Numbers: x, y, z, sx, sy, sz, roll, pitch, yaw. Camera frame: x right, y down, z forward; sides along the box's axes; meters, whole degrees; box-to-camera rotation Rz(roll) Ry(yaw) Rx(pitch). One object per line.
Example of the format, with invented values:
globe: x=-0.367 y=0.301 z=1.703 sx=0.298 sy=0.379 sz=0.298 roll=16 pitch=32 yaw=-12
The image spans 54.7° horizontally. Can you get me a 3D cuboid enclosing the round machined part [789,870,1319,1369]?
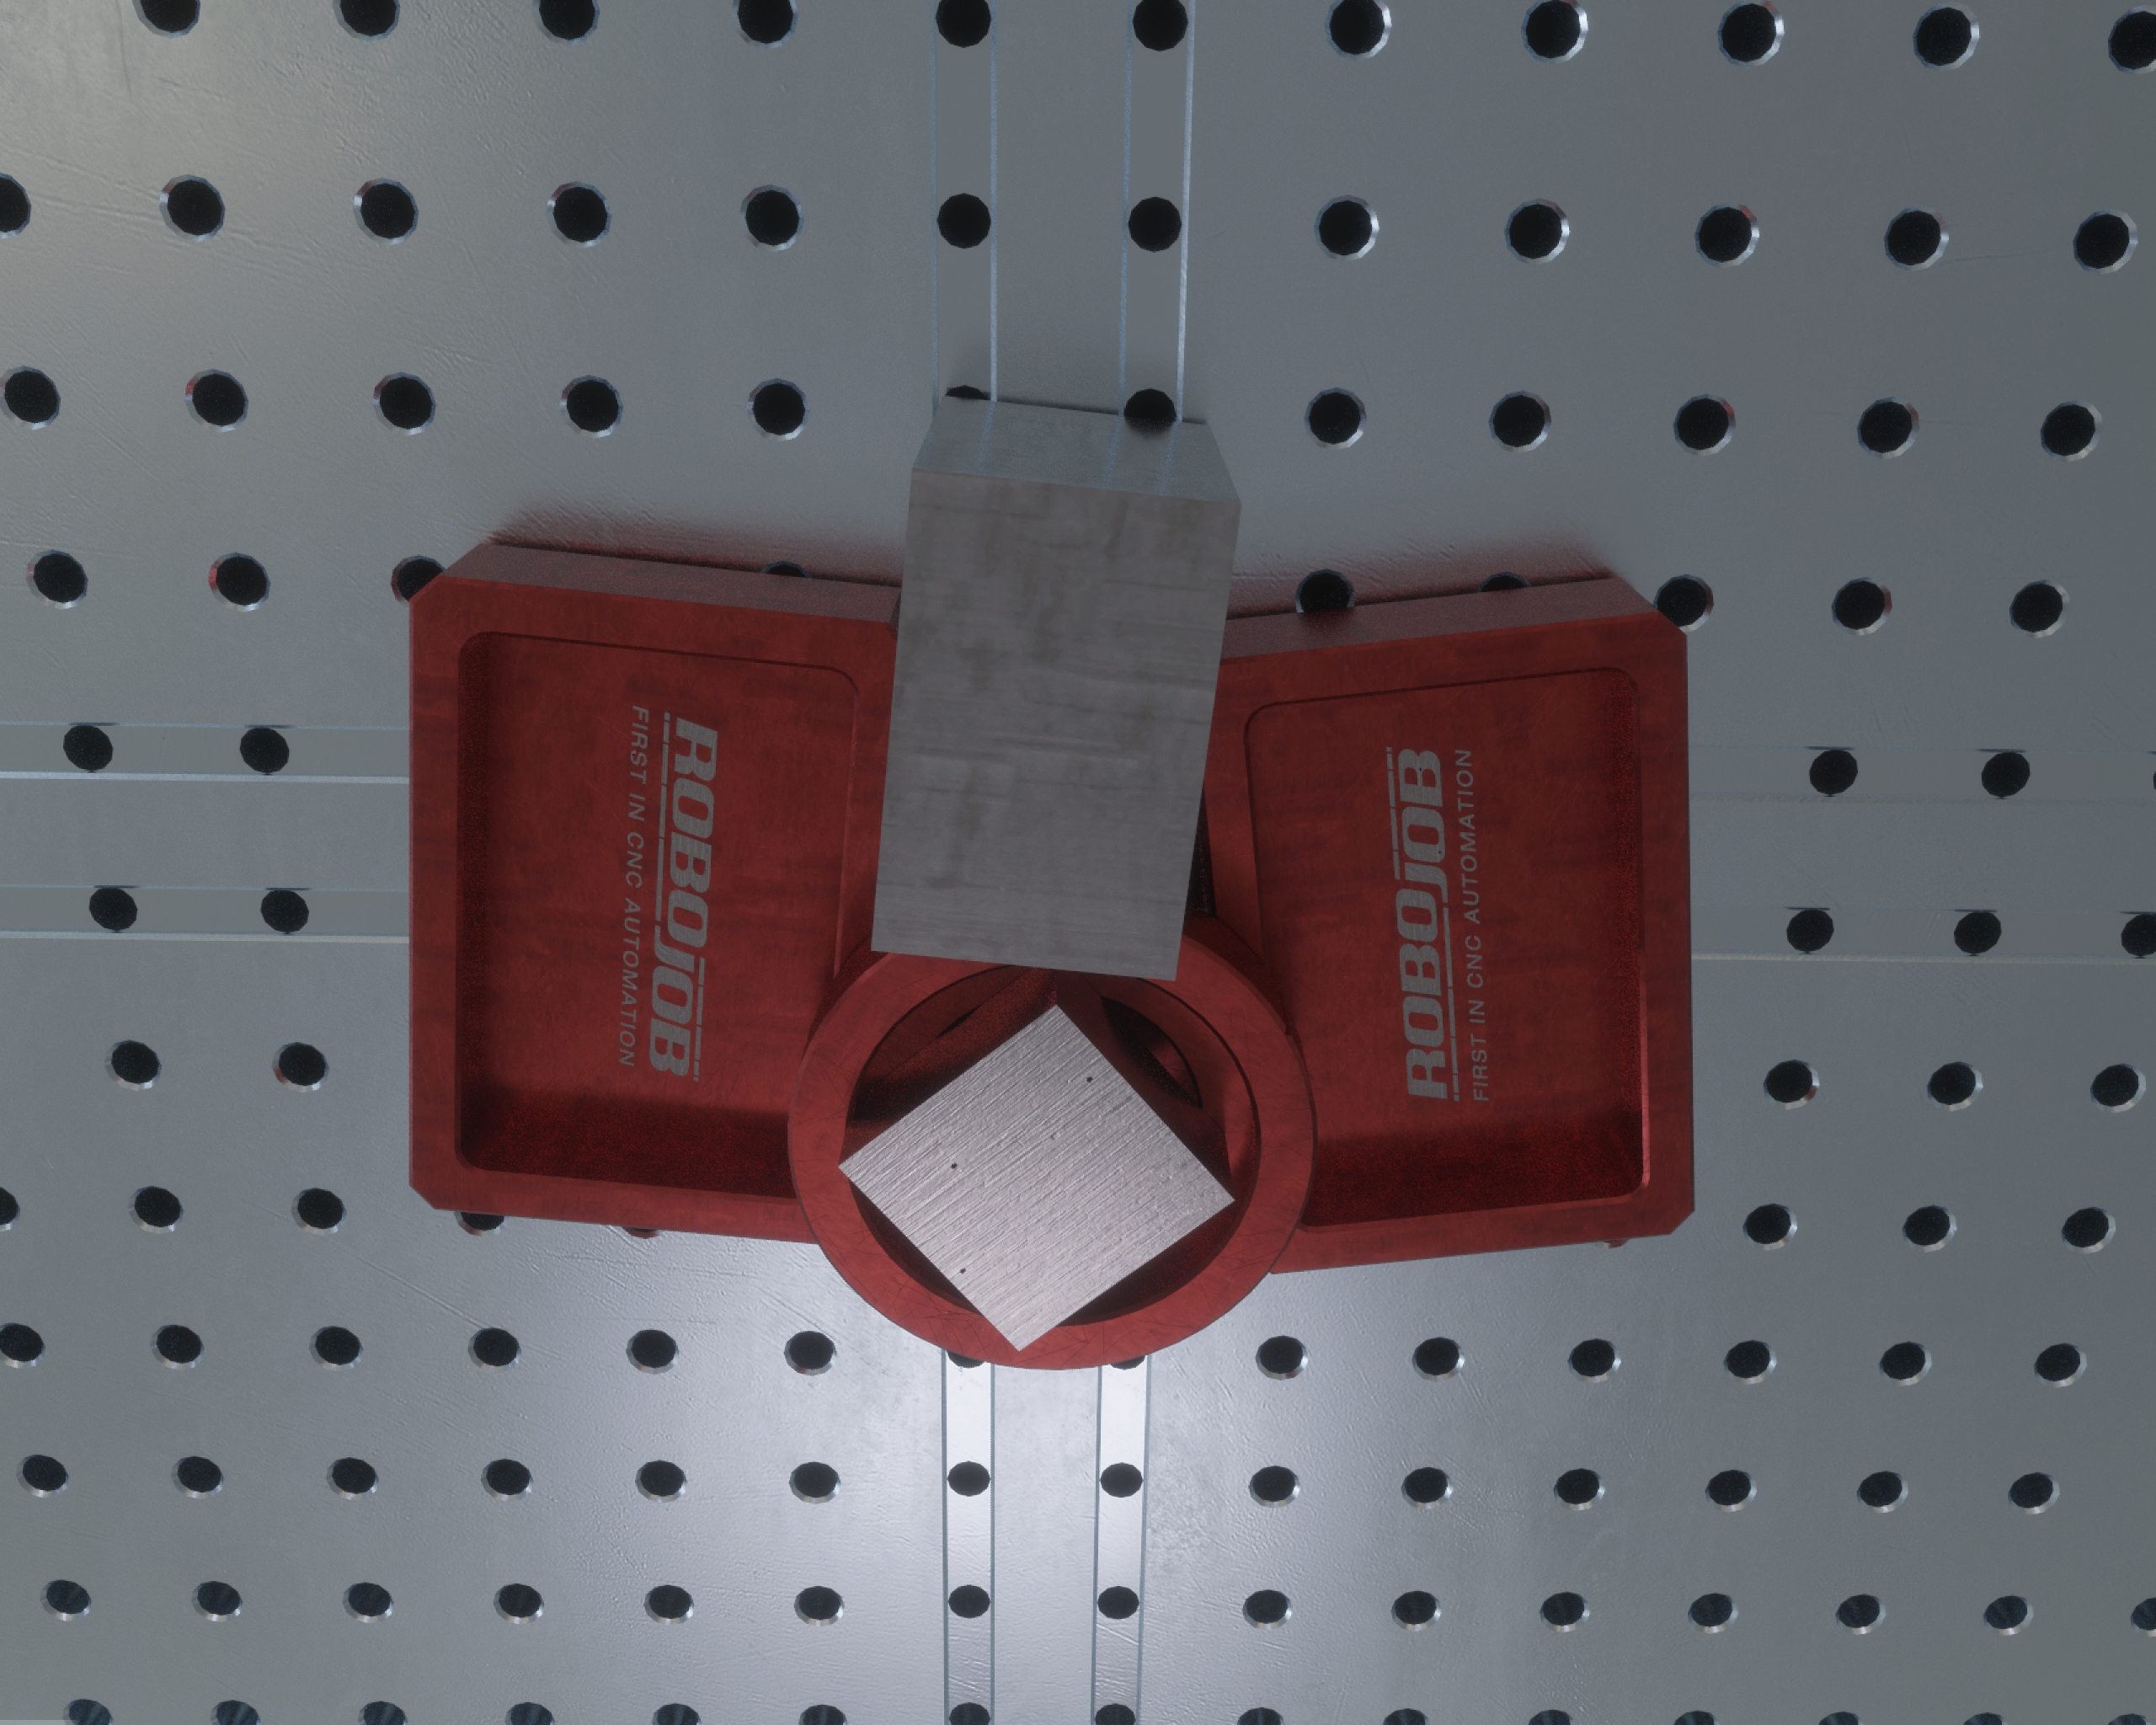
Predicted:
round machined part: x=-0.004 y=0.046 z=0.407 sx=0.099 sy=0.042 sz=0.097 roll=0 pitch=110 yaw=0

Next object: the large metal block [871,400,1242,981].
large metal block: x=-0.005 y=-0.034 z=0.367 sx=0.050 sy=0.080 sz=0.079 roll=6 pitch=110 yaw=-2

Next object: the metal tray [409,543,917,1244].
metal tray: x=-0.081 y=0.008 z=0.409 sx=0.091 sy=0.030 sz=0.129 roll=6 pitch=110 yaw=-3

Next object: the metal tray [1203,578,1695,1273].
metal tray: x=0.072 y=0.014 z=0.412 sx=0.091 sy=0.030 sz=0.129 roll=-6 pitch=110 yaw=2

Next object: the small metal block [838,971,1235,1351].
small metal block: x=-0.007 y=0.053 z=0.384 sx=0.050 sy=0.025 sz=0.050 roll=-37 pitch=106 yaw=12
